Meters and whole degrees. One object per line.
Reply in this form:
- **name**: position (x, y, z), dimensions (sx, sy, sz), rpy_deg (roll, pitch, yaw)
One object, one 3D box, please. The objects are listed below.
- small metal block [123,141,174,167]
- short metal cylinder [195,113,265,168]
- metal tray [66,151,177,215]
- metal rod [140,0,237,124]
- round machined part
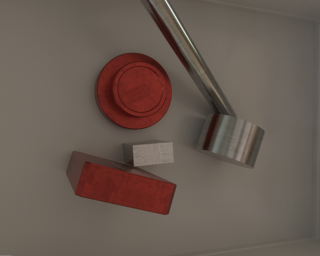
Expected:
- **small metal block**: position (-0.016, 0.031, 0.392), dimensions (0.050, 0.050, 0.025), rpy_deg (-4, 92, -20)
- **short metal cylinder**: position (0.094, 0.018, 0.418), dimensions (0.080, 0.080, 0.050), rpy_deg (22, 83, -19)
- **metal tray**: position (-0.049, 0.055, 0.337), dimensions (0.091, 0.130, 0.030), rpy_deg (18, 84, -20)
- **metal rod**: position (0.023, -0.100, 0.355), dimensions (0.025, 0.025, 0.300), rpy_deg (-52, 131, -12)
- **round machined part**: position (-0.030, -0.047, 0.391), dimensions (0.099, 0.042, 0.097), rpy_deg (0, 90, -21)
